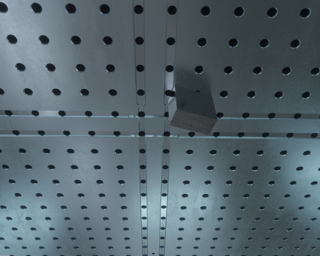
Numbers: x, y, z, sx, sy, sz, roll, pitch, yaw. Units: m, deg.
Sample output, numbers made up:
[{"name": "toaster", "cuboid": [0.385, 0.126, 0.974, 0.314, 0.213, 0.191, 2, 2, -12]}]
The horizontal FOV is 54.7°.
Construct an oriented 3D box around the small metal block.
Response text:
[{"name": "small metal block", "cuboid": [0.038, -0.022, 0.377, 0.050, 0.050, 0.025, 14, 129, -12]}]
